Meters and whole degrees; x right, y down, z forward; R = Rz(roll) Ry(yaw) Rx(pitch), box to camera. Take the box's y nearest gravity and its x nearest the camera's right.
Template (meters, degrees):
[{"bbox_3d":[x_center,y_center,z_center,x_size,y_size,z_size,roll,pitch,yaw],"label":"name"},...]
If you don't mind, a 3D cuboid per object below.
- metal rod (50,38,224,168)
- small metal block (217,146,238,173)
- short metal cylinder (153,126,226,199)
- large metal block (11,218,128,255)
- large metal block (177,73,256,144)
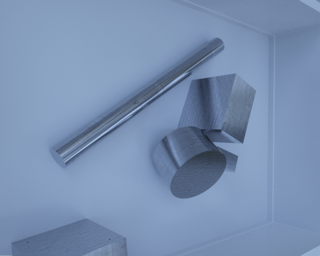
[{"bbox_3d":[-0.008,-0.049,0.401,0.302,0.025,0.025,-40,115,-33],"label":"metal rod"},{"bbox_3d":[0.078,0.045,0.459,0.050,0.050,0.025,24,75,-38],"label":"small metal block"},{"bbox_3d":[0.038,0.045,0.400,0.081,0.050,0.079,-17,133,-20],"label":"short metal cylinder"},{"bbox_3d":[-0.087,0.133,0.300,0.081,0.080,0.050,-8,96,-40],"label":"large metal block"},{"bbox_3d":[0.080,-0.026,0.440,0.050,0.080,0.080,29,72,-37],"label":"large metal block"}]
